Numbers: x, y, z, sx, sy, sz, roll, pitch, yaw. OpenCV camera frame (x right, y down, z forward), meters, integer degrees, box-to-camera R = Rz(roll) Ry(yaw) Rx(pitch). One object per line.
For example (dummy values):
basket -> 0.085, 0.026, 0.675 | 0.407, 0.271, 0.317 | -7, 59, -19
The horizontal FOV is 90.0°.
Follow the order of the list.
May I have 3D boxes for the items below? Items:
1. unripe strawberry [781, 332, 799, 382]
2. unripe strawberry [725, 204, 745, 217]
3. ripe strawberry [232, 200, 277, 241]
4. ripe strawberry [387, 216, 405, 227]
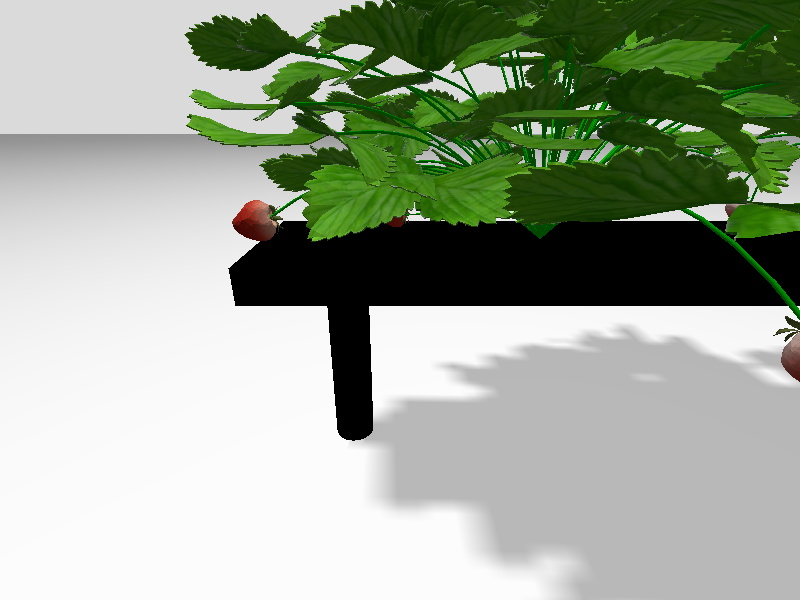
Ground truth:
unripe strawberry -> 0.164, 0.024, 0.154 | 0.026, 0.026, 0.023 | -4, -25, -9
unripe strawberry -> 0.363, -0.097, 0.433 | 0.019, 0.020, 0.018 | 9, 26, 20
ripe strawberry -> -0.126, -0.067, 0.346 | 0.036, 0.035, 0.034 | -13, 24, 4
ripe strawberry -> -0.007, -0.085, 0.395 | 0.027, 0.026, 0.025 | 7, 25, 17
